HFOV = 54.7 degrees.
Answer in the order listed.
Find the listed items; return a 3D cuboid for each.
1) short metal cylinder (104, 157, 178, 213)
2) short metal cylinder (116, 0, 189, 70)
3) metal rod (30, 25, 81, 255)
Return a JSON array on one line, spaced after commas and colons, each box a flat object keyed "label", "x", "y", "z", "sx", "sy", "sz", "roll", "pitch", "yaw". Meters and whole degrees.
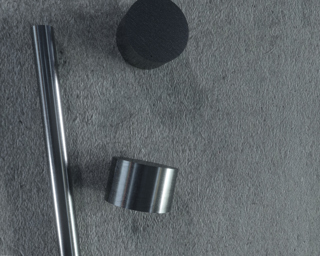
[{"label": "short metal cylinder", "x": -0.022, "y": 0.066, "z": 0.372, "sx": 0.081, "sy": 0.080, "sz": 0.050, "roll": 12, "pitch": 86, "yaw": -20}, {"label": "short metal cylinder", "x": -0.011, "y": -0.118, "z": 0.392, "sx": 0.081, "sy": 0.050, "sz": 0.080, "roll": 0, "pitch": 90, "yaw": -20}, {"label": "metal rod", "x": -0.120, "y": 0.033, "z": 0.364, "sx": 0.025, "sy": 0.025, "sz": 0.298, "roll": -7, "pitch": 93, "yaw": -20}]
